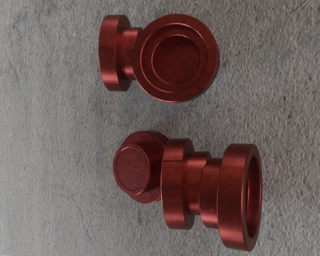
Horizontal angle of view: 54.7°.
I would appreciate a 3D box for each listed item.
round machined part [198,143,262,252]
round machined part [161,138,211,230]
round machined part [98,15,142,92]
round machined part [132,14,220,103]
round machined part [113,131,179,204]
[{"bbox_3d":[0.068,0.063,0.297,0.042,0.098,0.097,0,90,27],"label":"round machined part"},{"bbox_3d":[0.034,0.059,0.336,0.042,0.098,0.097,-2,89,15],"label":"round machined part"},{"bbox_3d":[-0.044,-0.096,0.404,0.042,0.098,0.097,2,92,8],"label":"round machined part"},{"bbox_3d":[0.021,-0.078,0.362,0.098,0.042,0.097,1,92,17],"label":"round machined part"},{"bbox_3d":[-0.025,0.053,0.415,0.098,0.042,0.097,0,90,40],"label":"round machined part"}]
